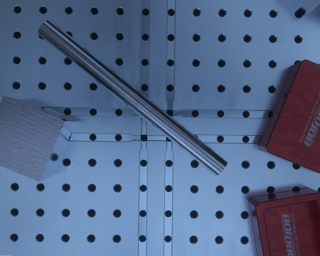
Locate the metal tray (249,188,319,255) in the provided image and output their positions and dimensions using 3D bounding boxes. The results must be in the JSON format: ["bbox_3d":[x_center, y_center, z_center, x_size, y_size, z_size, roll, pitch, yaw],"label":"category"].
[{"bbox_3d":[0.176,0.152,0.412,0.091,0.030,0.129,-9,90,0],"label":"metal tray"}]

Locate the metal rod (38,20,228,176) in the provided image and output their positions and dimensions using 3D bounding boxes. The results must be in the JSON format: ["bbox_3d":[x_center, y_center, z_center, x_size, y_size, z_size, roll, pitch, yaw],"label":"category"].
[{"bbox_3d":[-0.035,-0.039,0.412,0.300,0.025,0.025,39,90,0],"label":"metal rod"}]

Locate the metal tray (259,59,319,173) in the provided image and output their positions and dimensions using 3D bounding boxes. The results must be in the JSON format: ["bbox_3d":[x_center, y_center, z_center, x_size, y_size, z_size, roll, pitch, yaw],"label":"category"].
[{"bbox_3d":[0.200,-0.014,0.412,0.090,0.030,0.129,22,90,0],"label":"metal tray"}]

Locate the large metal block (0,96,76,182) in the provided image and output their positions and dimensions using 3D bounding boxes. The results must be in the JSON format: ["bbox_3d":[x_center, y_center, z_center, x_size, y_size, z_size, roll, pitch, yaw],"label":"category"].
[{"bbox_3d":[-0.168,0.013,0.399,0.080,0.050,0.080,23,90,0],"label":"large metal block"}]

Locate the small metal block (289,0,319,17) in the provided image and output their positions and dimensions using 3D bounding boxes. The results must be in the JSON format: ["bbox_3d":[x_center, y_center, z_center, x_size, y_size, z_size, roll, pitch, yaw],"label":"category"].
[{"bbox_3d":[0.201,-0.188,0.415,0.050,0.025,0.050,-42,90,0],"label":"small metal block"}]
